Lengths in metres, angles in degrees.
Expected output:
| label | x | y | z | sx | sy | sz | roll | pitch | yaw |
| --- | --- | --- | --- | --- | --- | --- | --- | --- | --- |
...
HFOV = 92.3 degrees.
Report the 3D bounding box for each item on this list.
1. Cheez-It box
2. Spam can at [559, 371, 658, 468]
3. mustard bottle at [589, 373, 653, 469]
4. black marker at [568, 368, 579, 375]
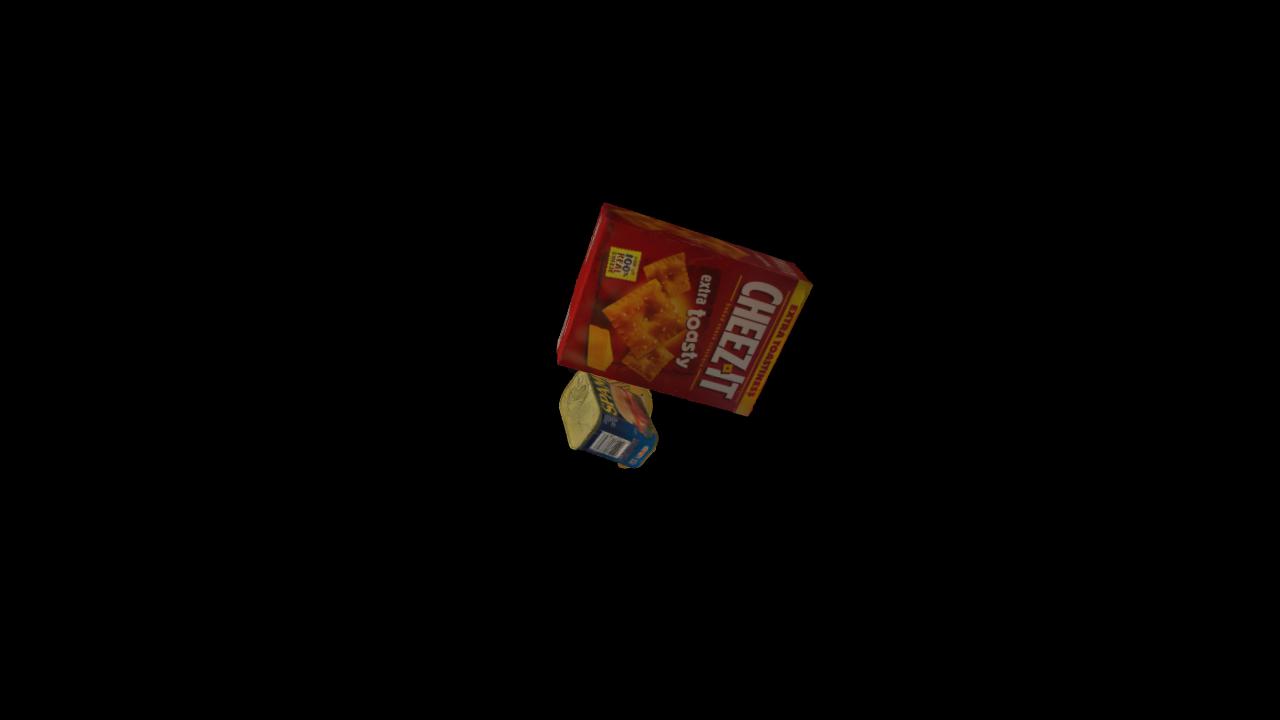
| label | x | y | z | sx | sy | sz | roll | pitch | yaw |
| --- | --- | --- | --- | --- | --- | --- | --- | --- | --- |
| Cheez-It box | 0.041 | -0.047 | 0.642 | 0.223 | 0.166 | 0.071 | 16 | 26 | -14 |
| Spam can | -0.036 | 0.067 | 0.689 | 0.085 | 0.058 | 0.101 | 26 | 22 | -30 |
| mustard bottle | -0.030 | 0.046 | 0.765 | 0.092 | 0.184 | 0.054 | -9 | 5 | -9 |
| black marker | -0.031 | -0.001 | 0.761 | 0.121 | 0.020 | 0.020 | -12 | -2 | 10 |
